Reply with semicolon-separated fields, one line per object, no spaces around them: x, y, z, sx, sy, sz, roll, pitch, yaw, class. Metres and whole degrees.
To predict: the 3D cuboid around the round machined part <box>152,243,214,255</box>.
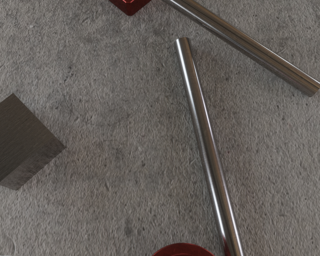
0.025;0.176;0.335;0.099;0.042;0.098;0;70;-1;round machined part

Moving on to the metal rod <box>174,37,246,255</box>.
0.059;0.013;0.404;0.025;0.025;0.299;-10;70;-4;metal rod

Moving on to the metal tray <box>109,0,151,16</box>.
-0.062;-0.249;0.495;0.130;0.030;0.090;42;75;13;metal tray

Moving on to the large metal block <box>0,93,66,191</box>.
-0.181;0.018;0.386;0.080;0.050;0.080;43;75;13;large metal block

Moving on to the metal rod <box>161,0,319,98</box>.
0.093;-0.138;0.442;0.301;0.025;0.025;35;74;5;metal rod
